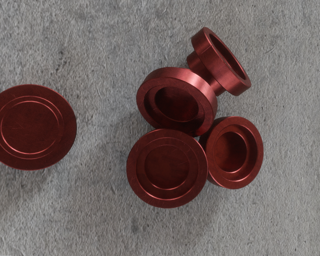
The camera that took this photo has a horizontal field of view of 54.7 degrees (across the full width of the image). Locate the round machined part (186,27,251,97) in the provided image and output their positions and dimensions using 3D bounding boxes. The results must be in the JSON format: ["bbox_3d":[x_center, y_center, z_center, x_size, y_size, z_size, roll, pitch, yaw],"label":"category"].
[{"bbox_3d":[0.073,-0.081,0.407,0.042,0.098,0.098,-38,106,26],"label":"round machined part"}]

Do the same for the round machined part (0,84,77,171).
[{"bbox_3d":[-0.144,-0.001,0.347,0.099,0.042,0.097,0,90,-20],"label":"round machined part"}]

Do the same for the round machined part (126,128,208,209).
[{"bbox_3d":[0.009,0.048,0.392,0.099,0.042,0.097,0,94,0],"label":"round machined part"}]

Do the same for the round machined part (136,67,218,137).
[{"bbox_3d":[0.024,-0.036,0.386,0.098,0.098,0.042,40,49,-16],"label":"round machined part"}]

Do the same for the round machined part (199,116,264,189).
[{"bbox_3d":[0.092,0.033,0.430,0.099,0.042,0.097,0,89,-26],"label":"round machined part"}]
